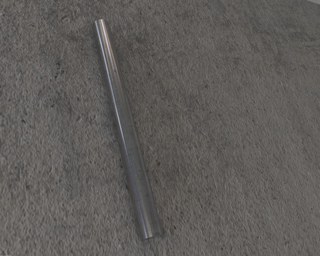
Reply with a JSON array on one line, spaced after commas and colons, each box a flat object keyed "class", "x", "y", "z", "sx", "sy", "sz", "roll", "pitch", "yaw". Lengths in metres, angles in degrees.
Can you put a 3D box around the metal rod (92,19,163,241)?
[{"class": "metal rod", "x": -0.047, "y": -0.016, "z": 0.387, "sx": 0.025, "sy": 0.025, "sz": 0.299, "roll": -2, "pitch": 63, "yaw": -29}]
